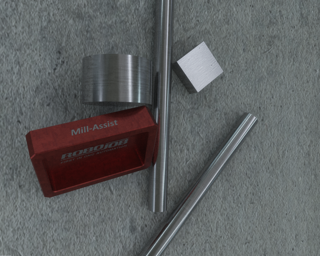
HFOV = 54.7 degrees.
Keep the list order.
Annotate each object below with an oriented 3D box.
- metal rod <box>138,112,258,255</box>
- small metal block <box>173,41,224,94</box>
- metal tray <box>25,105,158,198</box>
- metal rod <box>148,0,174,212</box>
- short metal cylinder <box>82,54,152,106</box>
[{"bbox_3d":[0.043,0.098,0.426,0.025,0.025,0.300,43,76,-15],"label":"metal rod"},{"bbox_3d":[0.051,-0.083,0.429,0.050,0.025,0.050,-40,103,-16],"label":"small metal block"},{"bbox_3d":[-0.072,0.027,0.349,0.131,0.089,0.030,-14,55,-20],"label":"metal tray"},{"bbox_3d":[0.002,-0.041,0.410,0.025,0.025,0.298,2,89,-20],"label":"metal rod"},{"bbox_3d":[-0.050,-0.053,0.362,0.081,0.080,0.050,1,90,-20],"label":"short metal cylinder"}]
